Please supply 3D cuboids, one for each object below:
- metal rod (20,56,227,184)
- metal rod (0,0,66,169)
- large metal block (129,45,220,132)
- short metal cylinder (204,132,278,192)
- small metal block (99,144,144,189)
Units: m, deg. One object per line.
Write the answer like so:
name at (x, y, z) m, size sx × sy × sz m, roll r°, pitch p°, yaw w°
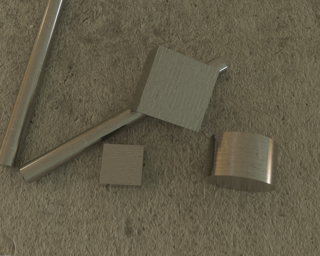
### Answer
metal rod at (-0.039, -0.016, 0.413) m, size 0.302 × 0.025 × 0.025 m, roll -30°, pitch 73°, yaw -11°
metal rod at (-0.174, -0.091, 0.439) m, size 0.025 × 0.025 × 0.299 m, roll 7°, pitch 70°, yaw 2°
large metal block at (0.016, -0.047, 0.386) m, size 0.081 × 0.050 × 0.080 m, roll 19°, pitch 90°, yaw -17°
short metal cylinder at (0.095, 0.042, 0.365) m, size 0.080 × 0.080 × 0.050 m, roll 10°, pitch 71°, yaw 3°
small metal block at (-0.046, 0.048, 0.390) m, size 0.050 × 0.025 × 0.050 m, roll 3°, pitch 70°, yaw 0°
